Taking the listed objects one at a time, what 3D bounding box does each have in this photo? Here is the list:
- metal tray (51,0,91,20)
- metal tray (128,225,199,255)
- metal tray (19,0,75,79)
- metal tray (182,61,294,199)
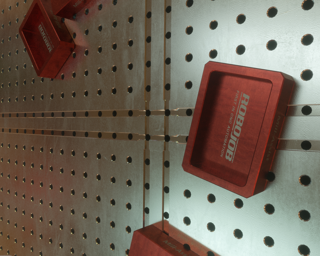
[{"bbox_3d":[-0.137,-0.254,0.516,0.130,0.030,0.090,-21,77,37],"label":"metal tray"},{"bbox_3d":[0.013,0.195,0.393,0.130,0.030,0.089,21,103,37],"label":"metal tray"},{"bbox_3d":[-0.215,-0.169,0.579,0.090,0.030,0.130,-44,64,31],"label":"metal tray"},{"bbox_3d":[0.080,-0.001,0.338,0.090,0.030,0.129,19,102,38],"label":"metal tray"}]
